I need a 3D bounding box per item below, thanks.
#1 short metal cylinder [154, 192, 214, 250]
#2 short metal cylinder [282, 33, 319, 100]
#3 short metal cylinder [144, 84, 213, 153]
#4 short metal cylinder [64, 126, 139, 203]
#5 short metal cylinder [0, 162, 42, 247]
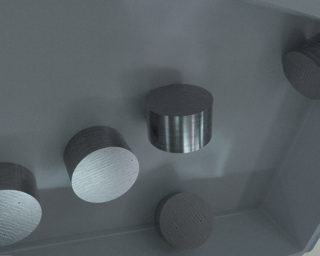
[{"bbox_3d":[0.035,0.138,0.470,0.081,0.050,0.080,2,78,-10],"label":"short metal cylinder"},{"bbox_3d":[0.224,-0.087,0.441,0.050,0.080,0.080,-34,129,-6],"label":"short metal cylinder"},{"bbox_3d":[0.023,-0.014,0.377,0.081,0.080,0.050,-17,125,-19],"label":"short metal cylinder"},{"bbox_3d":[-0.072,0.044,0.380,0.081,0.050,0.079,-14,124,-21],"label":"short metal cylinder"},{"bbox_3d":[-0.179,0.085,0.348,0.081,0.050,0.079,-14,124,-21],"label":"short metal cylinder"}]
